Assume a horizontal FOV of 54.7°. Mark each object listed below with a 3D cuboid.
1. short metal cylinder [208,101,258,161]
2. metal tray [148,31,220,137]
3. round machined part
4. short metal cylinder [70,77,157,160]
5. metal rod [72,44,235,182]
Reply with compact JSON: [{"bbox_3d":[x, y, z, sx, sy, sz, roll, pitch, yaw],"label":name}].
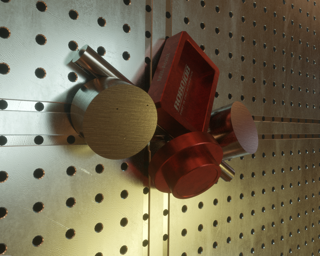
[{"bbox_3d":[0.105,0.006,0.465,0.080,0.050,0.080,25,55,-42],"label":"short metal cylinder"},{"bbox_3d":[0.034,-0.053,0.415,0.090,0.030,0.130,39,53,-33],"label":"metal tray"},{"bbox_3d":[0.038,0.054,0.395,0.099,0.042,0.097,-18,140,-15],"label":"round machined part"},{"bbox_3d":[-0.050,-0.012,0.335,0.081,0.050,0.079,-10,111,-27],"label":"short metal cylinder"},{"bbox_3d":[0.012,-0.003,0.419,0.301,0.025,0.025,38,67,-33],"label":"metal rod"}]
